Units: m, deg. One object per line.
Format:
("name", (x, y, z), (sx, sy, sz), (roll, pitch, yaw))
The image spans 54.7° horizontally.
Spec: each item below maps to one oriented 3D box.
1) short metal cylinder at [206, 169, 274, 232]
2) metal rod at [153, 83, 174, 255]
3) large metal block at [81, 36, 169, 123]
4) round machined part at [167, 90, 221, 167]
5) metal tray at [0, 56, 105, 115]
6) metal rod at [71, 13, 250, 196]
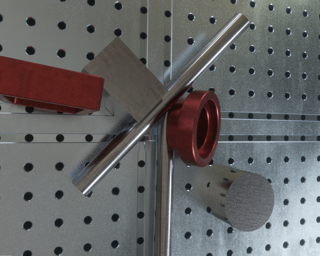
("short metal cylinder", (0.114, 0.101, 0.443), (0.081, 0.050, 0.079), (0, 90, -20))
("metal rod", (0.005, 0.090, 0.415), (0.025, 0.025, 0.298), (2, 89, -20))
("large metal block", (-0.048, -0.051, 0.366), (0.080, 0.080, 0.050), (46, 76, -15))
("round machined part", (0.043, -0.001, 0.403), (0.099, 0.042, 0.097), (-22, 116, -58))
("metal tray", (-0.114, -0.037, 0.315), (0.091, 0.130, 0.030), (9, 87, -20))
("metal rod", (0.007, -0.036, 0.389), (0.300, 0.025, 0.025), (-46, 105, -9))
